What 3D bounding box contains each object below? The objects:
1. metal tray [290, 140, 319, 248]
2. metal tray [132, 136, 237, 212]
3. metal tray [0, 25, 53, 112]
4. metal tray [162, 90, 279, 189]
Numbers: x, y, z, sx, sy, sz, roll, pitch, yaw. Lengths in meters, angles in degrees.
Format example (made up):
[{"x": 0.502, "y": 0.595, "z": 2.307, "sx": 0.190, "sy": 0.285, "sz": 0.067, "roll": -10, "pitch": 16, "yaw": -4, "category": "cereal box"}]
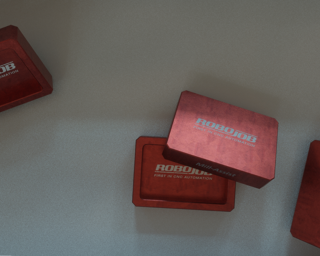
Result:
[{"x": 0.223, "y": 0.086, "z": 0.381, "sx": 0.030, "sy": 0.090, "sz": 0.129, "roll": 13, "pitch": 90, "yaw": -40, "category": "metal tray"}, {"x": 0.032, "y": 0.059, "z": 0.408, "sx": 0.131, "sy": 0.030, "sz": 0.089, "roll": 3, "pitch": 90, "yaw": 0, "category": "metal tray"}, {"x": -0.212, "y": -0.060, "z": 0.378, "sx": 0.131, "sy": 0.090, "sz": 0.030, "roll": -20, "pitch": 52, "yaw": 0, "category": "metal tray"}, {"x": 0.077, "y": 0.013, "z": 0.387, "sx": 0.131, "sy": 0.030, "sz": 0.090, "roll": 18, "pitch": 58, "yaw": 0, "category": "metal tray"}]
